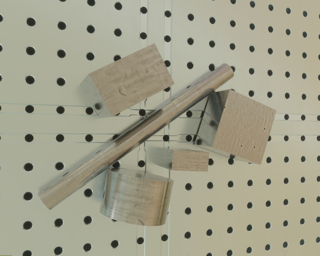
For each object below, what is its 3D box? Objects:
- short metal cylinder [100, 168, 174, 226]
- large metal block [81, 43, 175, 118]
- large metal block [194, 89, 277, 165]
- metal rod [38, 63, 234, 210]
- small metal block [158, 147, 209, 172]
[{"bbox_3d":[-0.028,0.081,0.373,0.081,0.080,0.050,12,86,-20],"label":"short metal cylinder"},{"bbox_3d":[-0.042,-0.053,0.369,0.080,0.080,0.050,-30,100,-18],"label":"large metal block"},{"bbox_3d":[0.106,0.000,0.437,0.080,0.050,0.080,21,83,-19],"label":"large metal block"},{"bbox_3d":[-0.019,0.002,0.406,0.301,0.025,0.025,-36,102,-17],"label":"metal rod"},{"bbox_3d":[0.030,0.041,0.412,0.050,0.050,0.025,5,88,-20],"label":"small metal block"}]
